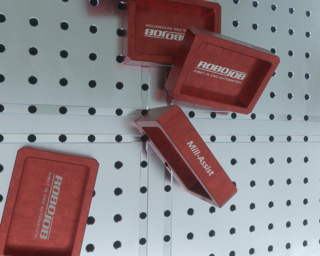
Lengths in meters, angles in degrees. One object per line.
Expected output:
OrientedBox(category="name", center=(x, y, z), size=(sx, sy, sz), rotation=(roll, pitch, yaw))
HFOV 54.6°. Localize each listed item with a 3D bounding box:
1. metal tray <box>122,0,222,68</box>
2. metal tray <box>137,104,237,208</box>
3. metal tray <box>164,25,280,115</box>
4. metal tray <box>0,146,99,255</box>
OrientedBox(category="metal tray", center=(0.017, -0.127, 0.415), size=(0.131, 0.030, 0.090), rotation=(1, 90, -20))
OrientedBox(category="metal tray", center=(0.030, 0.034, 0.388), size=(0.030, 0.090, 0.130), rotation=(-40, 103, -15))
OrientedBox(category="metal tray", center=(0.082, -0.072, 0.410), size=(0.131, 0.030, 0.089), rotation=(9, 120, -25))
OrientedBox(category="metal tray", center=(-0.130, 0.092, 0.361), size=(0.091, 0.030, 0.129), rotation=(13, 86, -20))
